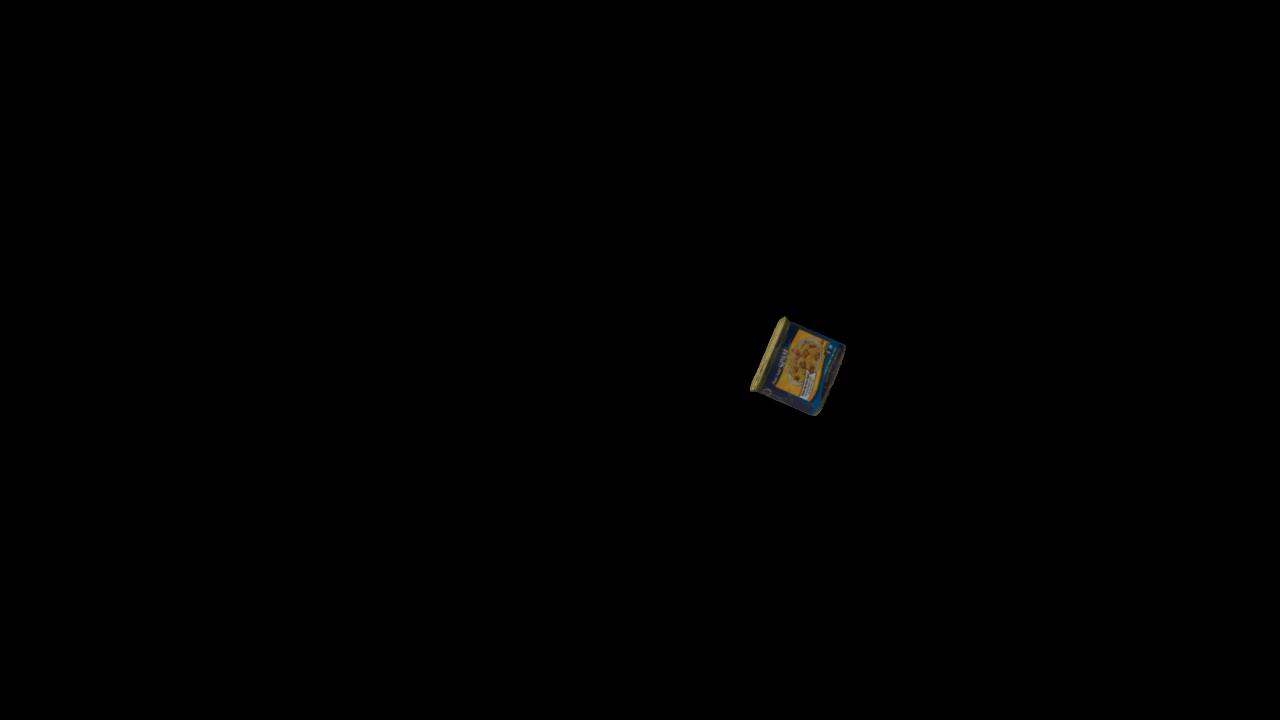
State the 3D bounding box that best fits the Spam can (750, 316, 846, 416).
[{"bbox_3d":[0.198,0.009,0.771,0.085,0.101,0.058,23,-2,2],"label":"Spam can"}]
